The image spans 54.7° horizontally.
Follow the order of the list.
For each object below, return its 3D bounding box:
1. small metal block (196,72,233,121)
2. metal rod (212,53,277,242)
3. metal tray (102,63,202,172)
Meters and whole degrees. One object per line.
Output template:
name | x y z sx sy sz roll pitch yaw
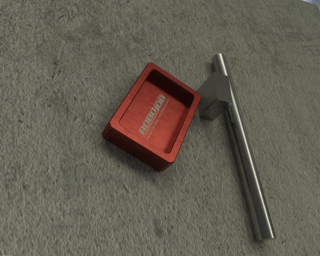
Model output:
small metal block | 0.080 -0.047 0.461 0.025 0.050 0.050 13 57 -22
metal rod | 0.118 0.011 0.463 0.025 0.025 0.299 7 59 -25
metal tray | -0.006 -0.018 0.410 0.090 0.030 0.130 33 51 -7
